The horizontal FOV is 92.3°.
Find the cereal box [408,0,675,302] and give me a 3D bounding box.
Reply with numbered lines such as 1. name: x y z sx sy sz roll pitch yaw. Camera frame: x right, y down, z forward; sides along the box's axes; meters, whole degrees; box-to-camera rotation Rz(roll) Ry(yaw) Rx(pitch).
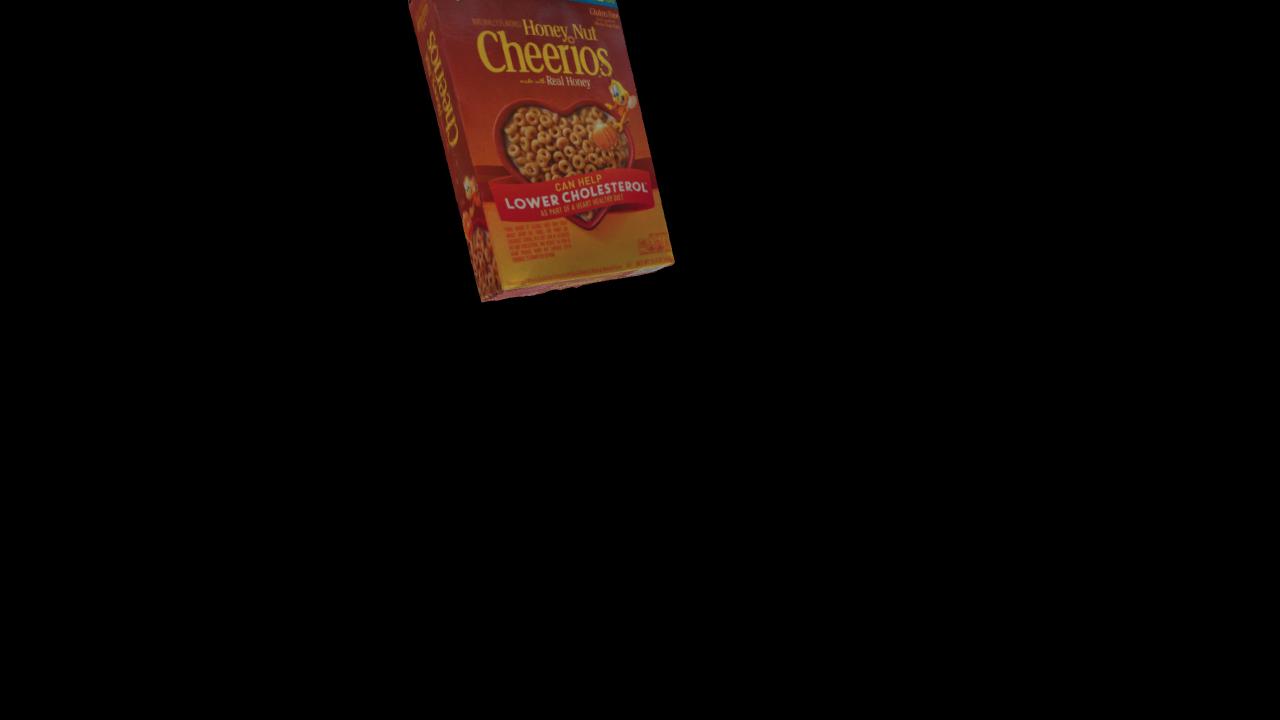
1. cereal box: -0.093 -0.226 0.627 0.203 0.306 0.081 -14 4 -33
